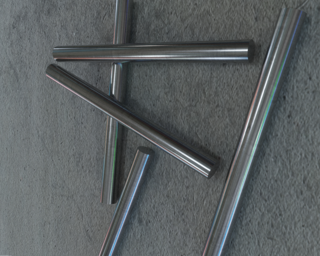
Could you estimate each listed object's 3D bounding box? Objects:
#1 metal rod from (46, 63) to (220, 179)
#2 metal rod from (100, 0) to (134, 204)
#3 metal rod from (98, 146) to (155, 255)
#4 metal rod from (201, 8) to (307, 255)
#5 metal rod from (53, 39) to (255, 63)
[{"bbox_3d":[-0.054,-0.021,0.421,0.300,0.025,0.025,31,110,26],"label":"metal rod"},{"bbox_3d":[-0.064,-0.037,0.457,0.025,0.025,0.298,9,96,39],"label":"metal rod"},{"bbox_3d":[-0.069,0.164,0.462,0.025,0.025,0.298,33,110,35],"label":"metal rod"},{"bbox_3d":[0.091,0.029,0.329,0.025,0.025,0.298,24,105,37],"label":"metal rod"},{"bbox_3d":[-0.031,-0.098,0.405,0.300,0.025,0.025,8,95,32],"label":"metal rod"}]
